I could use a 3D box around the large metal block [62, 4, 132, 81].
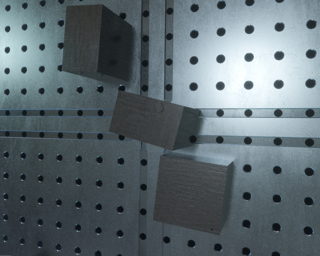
[{"bbox_3d":[-0.081,-0.108,0.411,0.050,0.080,0.079,5,92,19],"label":"large metal block"}]

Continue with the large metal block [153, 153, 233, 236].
[{"bbox_3d":[0.042,0.077,0.384,0.080,0.050,0.079,7,92,19],"label":"large metal block"}]

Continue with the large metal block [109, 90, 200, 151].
[{"bbox_3d":[-0.003,-0.010,0.384,0.080,0.080,0.050,16,95,19],"label":"large metal block"}]
